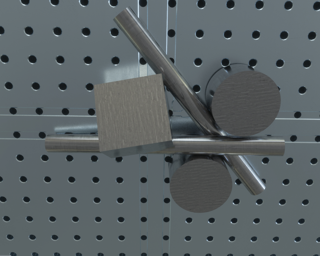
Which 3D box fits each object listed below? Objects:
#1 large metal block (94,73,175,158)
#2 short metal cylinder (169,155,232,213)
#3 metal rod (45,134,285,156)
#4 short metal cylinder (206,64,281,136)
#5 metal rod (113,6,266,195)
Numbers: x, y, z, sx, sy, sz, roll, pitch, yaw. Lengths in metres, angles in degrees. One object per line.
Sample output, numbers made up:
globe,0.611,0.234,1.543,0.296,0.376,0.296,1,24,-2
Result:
large metal block,-0.030,-0.012,0.372,0.080,0.050,0.080,-9,75,3
short metal cylinder,0.053,0.067,0.421,0.081,0.050,0.079,0,110,0
metal rod,0.002,0.021,0.399,0.302,0.025,0.025,0,110,6
short metal cylinder,0.100,-0.036,0.384,0.081,0.050,0.079,0,110,0
metal rod,0.047,-0.023,0.402,0.025,0.025,0.300,-36,107,12
